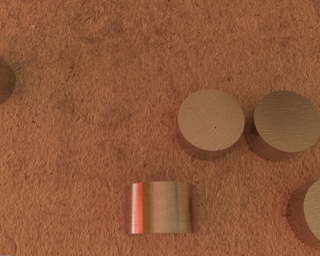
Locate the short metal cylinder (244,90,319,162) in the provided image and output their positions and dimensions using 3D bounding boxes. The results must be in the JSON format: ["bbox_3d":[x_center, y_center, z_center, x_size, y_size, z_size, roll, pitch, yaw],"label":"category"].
[{"bbox_3d":[0.154,-0.001,0.396,0.081,0.050,0.080,0,70,0],"label":"short metal cylinder"}]

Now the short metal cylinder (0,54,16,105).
[{"bbox_3d":[-0.246,-0.071,0.419,0.081,0.050,0.080,0,70,0],"label":"short metal cylinder"}]

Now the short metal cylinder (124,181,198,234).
[{"bbox_3d":[0.001,0.091,0.345,0.081,0.080,0.050,-1,70,0],"label":"short metal cylinder"}]

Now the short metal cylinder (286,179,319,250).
[{"bbox_3d":[0.197,0.100,0.359,0.081,0.050,0.080,0,70,0],"label":"short metal cylinder"}]

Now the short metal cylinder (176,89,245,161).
[{"bbox_3d":[0.062,-0.003,0.396,0.081,0.050,0.080,0,70,0],"label":"short metal cylinder"}]
